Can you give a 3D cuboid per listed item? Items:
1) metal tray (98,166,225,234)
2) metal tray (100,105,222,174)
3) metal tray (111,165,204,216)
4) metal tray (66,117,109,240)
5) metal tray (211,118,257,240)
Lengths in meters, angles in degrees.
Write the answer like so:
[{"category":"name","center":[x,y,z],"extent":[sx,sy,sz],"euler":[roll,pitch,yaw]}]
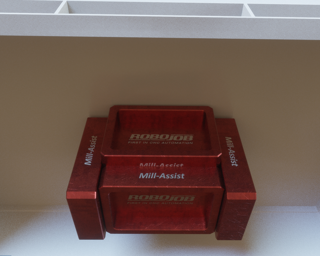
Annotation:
[{"category":"metal tray","center":[0.001,0.085,0.357],"extent":[0.131,0.030,0.089],"euler":[0,130,-1]},{"category":"metal tray","center":[0.002,0.012,0.372],"extent":[0.131,0.090,0.030],"euler":[1,131,0]},{"category":"metal tray","center":[0.001,0.079,0.430],"extent":[0.131,0.090,0.030],"euler":[0,130,-1]},{"category":"metal tray","center":[-0.080,0.059,0.387],"extent":[0.030,0.130,0.089],"euler":[0,131,0]},{"category":"metal tray","center":[0.083,0.060,0.389],"extent":[0.030,0.130,0.089],"euler":[1,131,-1]}]
